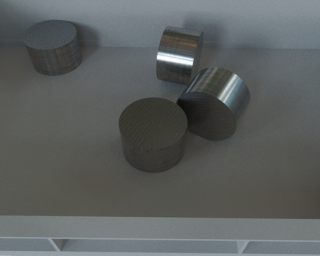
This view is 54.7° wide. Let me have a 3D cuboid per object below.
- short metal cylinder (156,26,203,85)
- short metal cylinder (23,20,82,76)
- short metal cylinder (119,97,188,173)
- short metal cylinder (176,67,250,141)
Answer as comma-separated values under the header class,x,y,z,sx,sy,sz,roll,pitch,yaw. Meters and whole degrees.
class,x,y,z,sx,sy,sz,roll,pitch,yaw
short metal cylinder,0.030,-0.106,0.458,0.050,0.080,0.080,13,51,11
short metal cylinder,-0.170,-0.129,0.496,0.081,0.050,0.080,0,50,0
short metal cylinder,-0.008,0.008,0.382,0.080,0.050,0.080,0,50,0
short metal cylinder,0.067,-0.030,0.395,0.080,0.080,0.050,23,54,18
